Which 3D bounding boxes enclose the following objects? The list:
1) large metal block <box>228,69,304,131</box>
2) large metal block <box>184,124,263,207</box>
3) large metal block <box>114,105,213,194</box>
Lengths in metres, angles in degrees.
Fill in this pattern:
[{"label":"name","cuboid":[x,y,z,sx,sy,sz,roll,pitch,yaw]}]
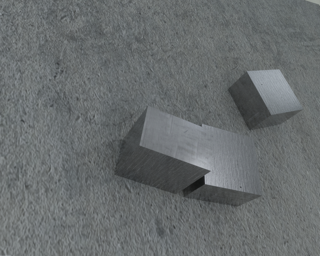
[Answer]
[{"label":"large metal block","cuboid":[0.173,-0.048,0.509,0.081,0.050,0.080,-9,67,-32]},{"label":"large metal block","cuboid":[0.077,0.050,0.399,0.081,0.050,0.080,15,56,-20]},{"label":"large metal block","cuboid":[0.003,0.029,0.352,0.080,0.080,0.050,21,54,-16]}]
